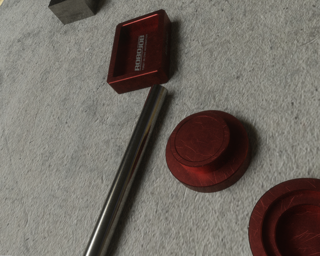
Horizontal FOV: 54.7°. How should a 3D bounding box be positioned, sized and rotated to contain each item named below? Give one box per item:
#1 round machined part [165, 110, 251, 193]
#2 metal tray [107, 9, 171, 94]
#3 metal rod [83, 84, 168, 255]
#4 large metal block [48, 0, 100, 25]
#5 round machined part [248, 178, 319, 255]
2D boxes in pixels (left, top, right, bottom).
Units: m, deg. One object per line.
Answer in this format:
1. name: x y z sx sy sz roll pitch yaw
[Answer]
1. round machined part: 0.051 0.021 0.354 0.098 0.042 0.098 -13 56 21
2. metal tray: -0.031 -0.122 0.491 0.090 0.030 0.130 -10 57 22
3. metal rod: -0.049 0.076 0.382 0.025 0.025 0.300 7 65 31
4. large metal block: -0.175 -0.271 0.646 0.080 0.050 0.080 -7 59 24
5. round machined part: 0.130 0.096 0.266 0.098 0.042 0.098 -13 56 21
